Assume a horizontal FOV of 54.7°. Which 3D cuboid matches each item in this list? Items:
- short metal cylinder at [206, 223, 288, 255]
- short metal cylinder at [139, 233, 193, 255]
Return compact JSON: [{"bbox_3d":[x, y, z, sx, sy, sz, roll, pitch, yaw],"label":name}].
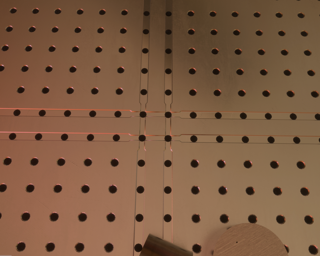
[{"bbox_3d":[0.095,0.149,0.345,0.081,0.050,0.080,0,70,-1],"label":"short metal cylinder"},{"bbox_3d":[-0.004,0.159,0.324,0.050,0.080,0.080,22,71,7],"label":"short metal cylinder"}]
